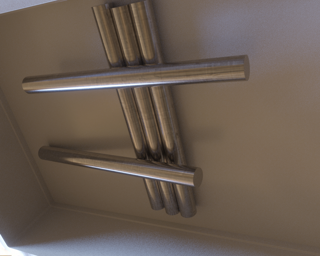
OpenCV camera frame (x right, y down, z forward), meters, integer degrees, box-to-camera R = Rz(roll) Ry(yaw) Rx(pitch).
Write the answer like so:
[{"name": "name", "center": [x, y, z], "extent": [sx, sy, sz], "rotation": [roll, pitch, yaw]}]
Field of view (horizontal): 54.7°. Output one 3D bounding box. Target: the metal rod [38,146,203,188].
[{"name": "metal rod", "center": [-0.078, 0.051, 0.457], "extent": [0.300, 0.025, 0.025], "rotation": [4, 121, 34]}]

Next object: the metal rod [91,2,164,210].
[{"name": "metal rod", "center": [-0.034, -0.011, 0.419], "extent": [0.025, 0.025, 0.298], "rotation": [0, 119, 28]}]

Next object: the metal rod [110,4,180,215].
[{"name": "metal rod", "center": [-0.011, -0.006, 0.410], "extent": [0.025, 0.025, 0.298], "rotation": [1, 119, 28]}]

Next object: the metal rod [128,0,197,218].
[{"name": "metal rod", "center": [0.010, -0.006, 0.397], "extent": [0.025, 0.025, 0.298], "rotation": [1, 119, 28]}]

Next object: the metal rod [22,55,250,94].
[{"name": "metal rod", "center": [-0.050, -0.059, 0.365], "extent": [0.300, 0.025, 0.025], "rotation": [1, 119, 28]}]
